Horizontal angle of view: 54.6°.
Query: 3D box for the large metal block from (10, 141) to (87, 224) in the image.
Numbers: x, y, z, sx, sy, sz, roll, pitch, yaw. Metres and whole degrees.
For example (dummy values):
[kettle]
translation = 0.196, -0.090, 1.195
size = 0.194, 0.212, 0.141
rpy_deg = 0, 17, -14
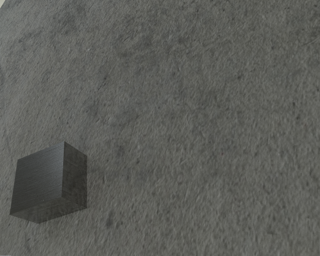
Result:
[large metal block]
translation = -0.148, 0.075, 0.421
size = 0.080, 0.050, 0.080
rpy_deg = -21, 54, 16
